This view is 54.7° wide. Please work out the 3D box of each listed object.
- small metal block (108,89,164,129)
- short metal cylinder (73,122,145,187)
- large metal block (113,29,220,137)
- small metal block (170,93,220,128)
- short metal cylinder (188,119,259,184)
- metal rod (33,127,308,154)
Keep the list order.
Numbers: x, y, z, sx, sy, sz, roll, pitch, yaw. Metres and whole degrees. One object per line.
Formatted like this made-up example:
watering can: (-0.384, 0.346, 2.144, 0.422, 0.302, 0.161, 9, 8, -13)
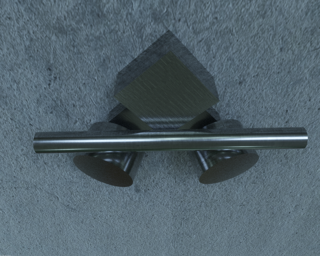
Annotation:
small metal block: (-0.030, -0.014, 0.397, 0.050, 0.025, 0.050, -36, 122, 25)
short metal cylinder: (-0.064, 0.036, 0.403, 0.080, 0.050, 0.080, 15, 149, 10)
large metal block: (0.007, -0.047, 0.350, 0.080, 0.050, 0.080, -35, 122, 25)
small metal block: (0.043, -0.012, 0.398, 0.050, 0.025, 0.050, -36, 122, 26)
short metal cylinder: (0.079, 0.032, 0.402, 0.081, 0.050, 0.080, -15, 150, -9)
metal rod: (0.011, 0.014, 0.353, 0.302, 0.025, 0.025, -1, 130, 0)
